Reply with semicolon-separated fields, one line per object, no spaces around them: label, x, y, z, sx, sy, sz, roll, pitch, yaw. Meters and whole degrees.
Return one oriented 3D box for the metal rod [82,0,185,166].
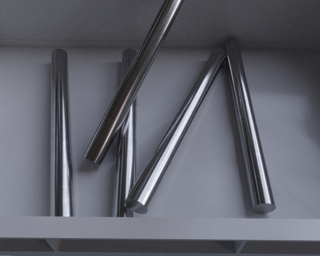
metal rod;-0.020;-0.092;0.406;0.025;0.025;0.299;22;77;16

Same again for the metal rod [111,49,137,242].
metal rod;-0.043;-0.004;0.408;0.025;0.025;0.300;-1;50;-2

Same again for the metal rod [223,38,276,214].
metal rod;0.116;-0.028;0.429;0.025;0.025;0.300;2;50;1

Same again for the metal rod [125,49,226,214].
metal rod;0.036;-0.019;0.408;0.025;0.025;0.301;19;48;15

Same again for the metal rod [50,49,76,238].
metal rod;-0.131;-0.006;0.408;0.025;0.025;0.300;-9;51;-8
